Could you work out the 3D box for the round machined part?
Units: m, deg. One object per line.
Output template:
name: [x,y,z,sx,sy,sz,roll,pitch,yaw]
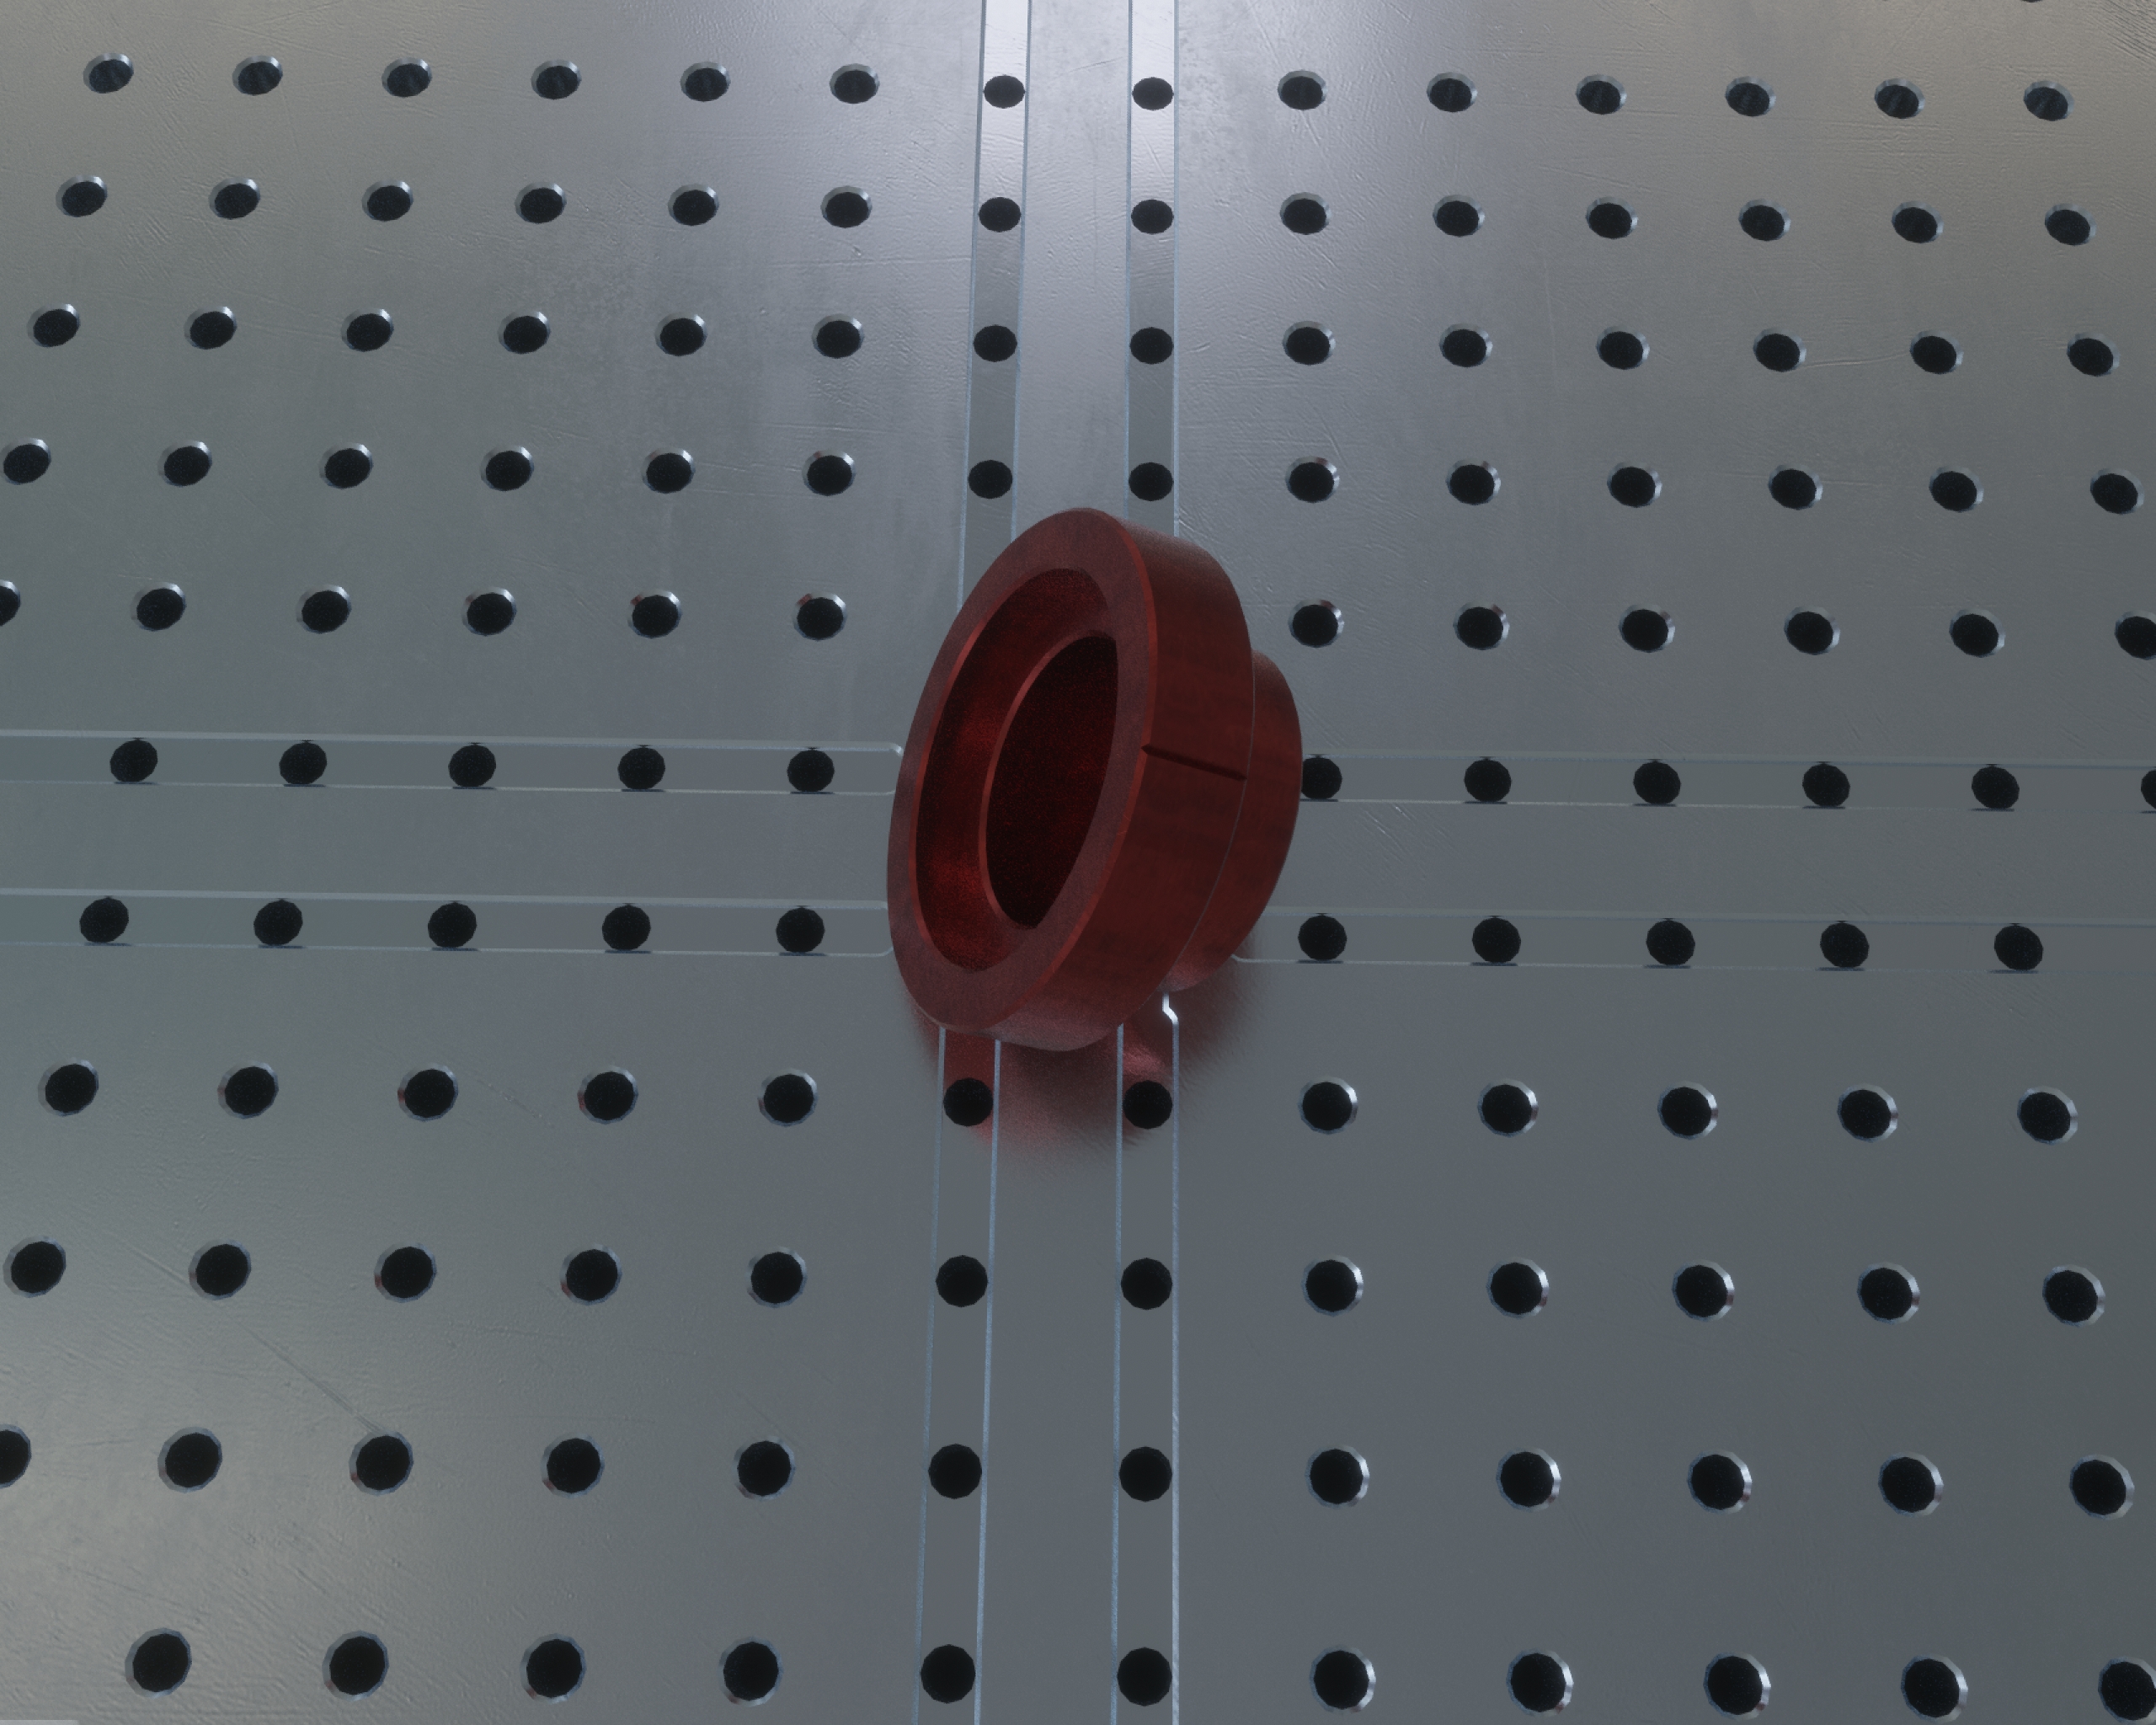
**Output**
round machined part: [0.005,-0.013,0.388,0.042,0.098,0.098,15,67,-28]
